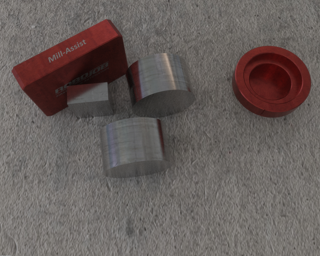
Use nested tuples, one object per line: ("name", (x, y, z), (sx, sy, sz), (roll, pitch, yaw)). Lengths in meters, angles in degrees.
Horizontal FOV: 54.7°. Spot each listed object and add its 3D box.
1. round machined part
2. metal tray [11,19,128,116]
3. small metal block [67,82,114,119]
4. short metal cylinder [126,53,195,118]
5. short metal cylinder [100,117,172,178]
("round machined part", (0.147, -0.059, 0.422), (0.099, 0.042, 0.098), (0, 70, 0))
("metal tray", (-0.107, -0.074, 0.399), (0.131, 0.090, 0.030), (-32, 73, -11))
("small metal block", (-0.090, -0.035, 0.407), (0.050, 0.050, 0.025), (-6, 71, -2))
("short metal cylinder", (0.000, -0.052, 0.398), (0.081, 0.080, 0.050), (-11, 71, -4))
("short metal cylinder", (-0.029, 0.026, 0.369), (0.081, 0.080, 0.050), (-8, 71, -3))
